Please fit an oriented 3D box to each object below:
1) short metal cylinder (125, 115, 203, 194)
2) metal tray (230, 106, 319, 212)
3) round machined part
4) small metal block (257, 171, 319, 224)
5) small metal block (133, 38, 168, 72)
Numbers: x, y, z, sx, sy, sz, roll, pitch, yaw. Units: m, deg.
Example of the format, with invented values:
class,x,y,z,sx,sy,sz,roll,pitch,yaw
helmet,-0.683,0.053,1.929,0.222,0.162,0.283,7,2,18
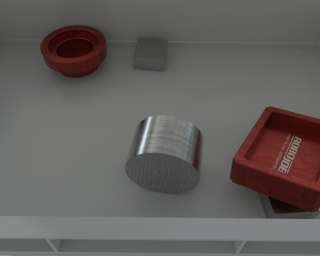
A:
class,x,y,z,sx,sy,sz,roll,pitch,yaw
short metal cylinder,0.006,0.031,0.343,0.080,0.080,0.050,8,51,6
metal tray,0.147,0.027,0.354,0.090,0.030,0.131,19,39,26
round machined part,-0.133,-0.117,0.491,0.099,0.042,0.098,0,50,0
small metal block,0.140,0.076,0.343,0.050,0.025,0.050,-3,50,-3
small metal block,-0.015,-0.119,0.505,0.050,0.025,0.050,5,50,4
